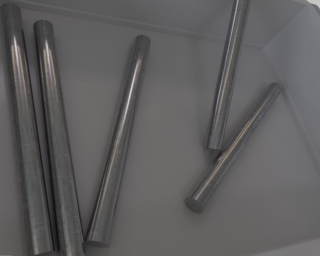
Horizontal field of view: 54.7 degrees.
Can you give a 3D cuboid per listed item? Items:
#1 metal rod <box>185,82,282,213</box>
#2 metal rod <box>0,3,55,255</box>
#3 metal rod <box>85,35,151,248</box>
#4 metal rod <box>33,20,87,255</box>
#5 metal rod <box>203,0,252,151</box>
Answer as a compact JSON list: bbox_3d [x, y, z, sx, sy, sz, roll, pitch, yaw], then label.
[{"bbox_3d":[0.124,0.010,0.465,0.025,0.025,0.302,44,51,2],"label":"metal rod"},{"bbox_3d":[-0.149,-0.018,0.335,0.025,0.025,0.299,-4,63,-30],"label":"metal rod"},{"bbox_3d":[-0.044,-0.009,0.387,0.025,0.025,0.300,20,54,-17],"label":"metal rod"},{"bbox_3d":[-0.115,0.000,0.343,0.025,0.025,0.299,-2,62,-29],"label":"metal rod"},{"bbox_3d":[0.105,-0.115,0.445,0.025,0.025,0.299,15,84,-20],"label":"metal rod"}]
